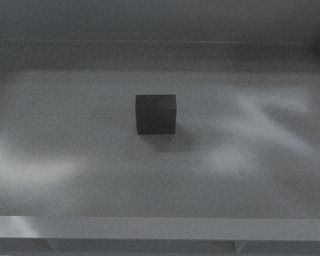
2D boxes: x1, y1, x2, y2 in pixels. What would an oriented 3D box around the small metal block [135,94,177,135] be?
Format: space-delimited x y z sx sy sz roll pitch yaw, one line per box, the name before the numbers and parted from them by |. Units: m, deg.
small metal block | -0.005 -0.017 0.403 0.050 0.050 0.025 -1 50 -1
